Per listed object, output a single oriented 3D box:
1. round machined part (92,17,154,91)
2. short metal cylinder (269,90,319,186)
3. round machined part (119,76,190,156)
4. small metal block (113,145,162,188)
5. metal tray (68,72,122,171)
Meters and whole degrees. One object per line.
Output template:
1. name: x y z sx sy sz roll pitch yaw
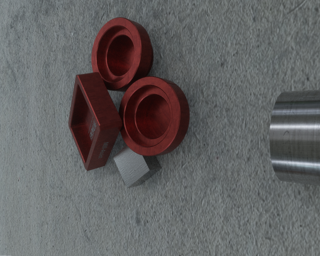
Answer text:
1. round machined part: -0.048 -0.099 0.431 0.098 0.042 0.097 0 90 39
2. short metal cylinder: 0.132 0.008 0.260 0.050 0.081 0.079 1 91 40
3. round machined part: -0.003 -0.014 0.393 0.098 0.042 0.097 -2 87 37
4. small metal block: -0.032 0.048 0.429 0.050 0.025 0.050 -42 65 31
5. metal tray: -0.098 -0.006 0.446 0.090 0.030 0.129 62 148 22
